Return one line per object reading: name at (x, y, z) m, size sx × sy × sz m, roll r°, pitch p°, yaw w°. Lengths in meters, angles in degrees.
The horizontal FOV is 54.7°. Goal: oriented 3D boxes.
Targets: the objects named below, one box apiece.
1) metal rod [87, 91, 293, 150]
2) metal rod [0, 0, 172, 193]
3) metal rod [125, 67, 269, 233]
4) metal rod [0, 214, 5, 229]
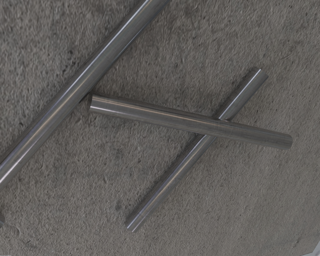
metal rod at (0.057, -0.004, 0.408) m, size 0.302 × 0.025 × 0.025 m, roll 11°, pitch 113°, yaw -24°
metal rod at (-0.090, -0.041, 0.332) m, size 0.300 × 0.025 × 0.025 m, roll -47°, pitch 129°, yaw 5°
metal rod at (0.049, 0.036, 0.455) m, size 0.025 × 0.025 × 0.299 m, roll 33°, pitch 100°, yaw -38°
metal rod at (-0.257, 0.017, 0.276) m, size 0.025 × 0.025 × 0.299 m, roll -36°, pitch 129°, yaw -5°
